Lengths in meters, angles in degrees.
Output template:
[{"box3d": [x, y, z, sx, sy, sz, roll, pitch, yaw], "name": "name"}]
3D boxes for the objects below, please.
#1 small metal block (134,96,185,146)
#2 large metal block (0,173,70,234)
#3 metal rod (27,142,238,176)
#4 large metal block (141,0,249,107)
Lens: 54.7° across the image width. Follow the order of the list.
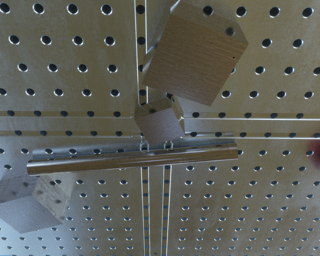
[{"box3d": [0.000, -0.008, 0.404, 0.050, 0.025, 0.050, -17, 128, 14], "name": "small metal block"}, {"box3d": [-0.206, 0.119, 0.494, 0.080, 0.050, 0.080, -16, 129, 13], "name": "large metal block"}, {"box3d": [-0.041, 0.046, 0.450, 0.302, 0.025, 0.025, -5, 130, 4], "name": "metal rod"}, {"box3d": [0.033, -0.079, 0.328, 0.081, 0.050, 0.079, 16, 128, -14], "name": "large metal block"}]
